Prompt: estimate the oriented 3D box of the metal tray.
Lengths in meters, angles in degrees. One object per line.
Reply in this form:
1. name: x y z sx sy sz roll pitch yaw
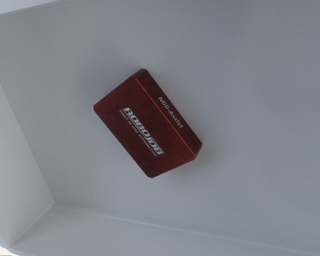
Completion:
1. metal tray: -0.017 -0.002 0.414 0.090 0.030 0.130 -30 102 38
